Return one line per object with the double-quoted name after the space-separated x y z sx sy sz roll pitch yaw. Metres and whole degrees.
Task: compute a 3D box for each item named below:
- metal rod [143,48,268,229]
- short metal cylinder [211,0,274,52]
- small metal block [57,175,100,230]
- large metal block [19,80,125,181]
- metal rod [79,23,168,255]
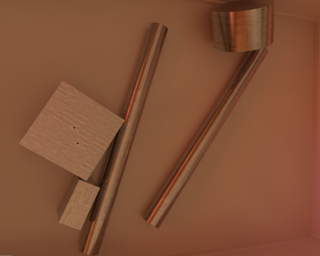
0.070 0.003 0.437 0.025 0.025 0.300 37 78 -17 "metal rod"
0.111 -0.139 0.416 0.081 0.080 0.050 -21 121 -19 "short metal cylinder"
-0.096 0.084 0.362 0.025 0.050 0.050 27 81 -19 "small metal block"
-0.101 0.003 0.360 0.080 0.050 0.080 34 79 -17 "large metal block"
-0.044 0.009 0.395 0.025 0.025 0.299 19 84 -20 "metal rod"
